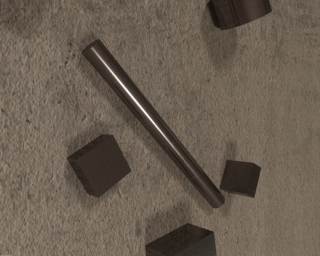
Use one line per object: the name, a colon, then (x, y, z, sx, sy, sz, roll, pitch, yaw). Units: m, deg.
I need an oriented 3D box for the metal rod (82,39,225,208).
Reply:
metal rod: (0.007, 0.012, 0.412, 0.300, 0.025, 0.025, 51, 60, -28)

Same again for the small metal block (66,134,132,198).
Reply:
small metal block: (-0.068, 0.042, 0.350, 0.050, 0.025, 0.050, -38, 113, -34)

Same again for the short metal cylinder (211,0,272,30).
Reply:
short metal cylinder: (0.124, -0.190, 0.475, 0.080, 0.080, 0.050, -37, 113, -34)

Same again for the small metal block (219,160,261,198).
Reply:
small metal block: (0.130, 0.081, 0.500, 0.025, 0.050, 0.050, 30, 71, -37)

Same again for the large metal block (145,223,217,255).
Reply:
large metal block: (0.032, 0.187, 0.418, 0.081, 0.050, 0.079, -13, 99, -40)
